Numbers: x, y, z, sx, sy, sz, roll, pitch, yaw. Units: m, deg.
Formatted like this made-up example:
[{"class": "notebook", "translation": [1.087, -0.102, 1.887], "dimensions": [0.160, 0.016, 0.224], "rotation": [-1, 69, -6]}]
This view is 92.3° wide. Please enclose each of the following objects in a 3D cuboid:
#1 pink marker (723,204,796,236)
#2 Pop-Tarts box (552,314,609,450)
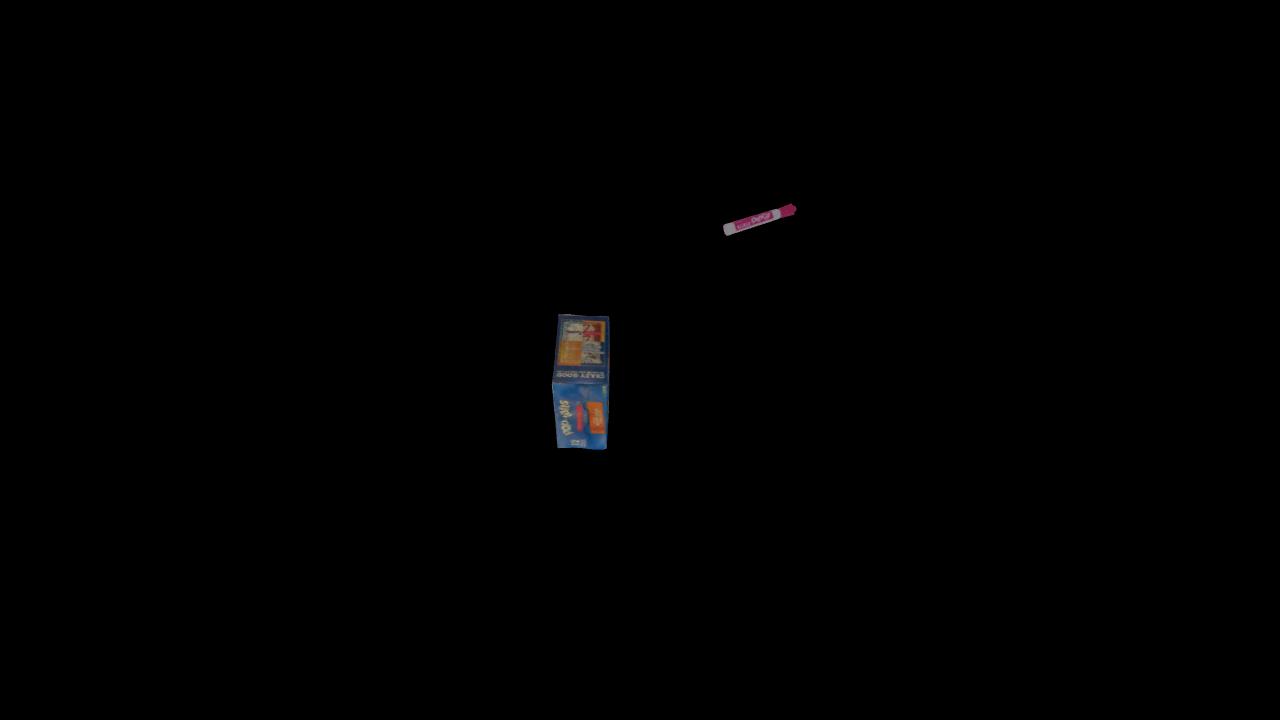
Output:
[{"class": "pink marker", "translation": [0.193, -0.225, 0.985], "dimensions": [0.121, 0.020, 0.020], "rotation": [-18, 1, -4]}, {"class": "Pop-Tarts box", "translation": [-0.089, 0.036, 0.965], "dimensions": [0.083, 0.141, 0.167], "rotation": [1, -42, -2]}]
